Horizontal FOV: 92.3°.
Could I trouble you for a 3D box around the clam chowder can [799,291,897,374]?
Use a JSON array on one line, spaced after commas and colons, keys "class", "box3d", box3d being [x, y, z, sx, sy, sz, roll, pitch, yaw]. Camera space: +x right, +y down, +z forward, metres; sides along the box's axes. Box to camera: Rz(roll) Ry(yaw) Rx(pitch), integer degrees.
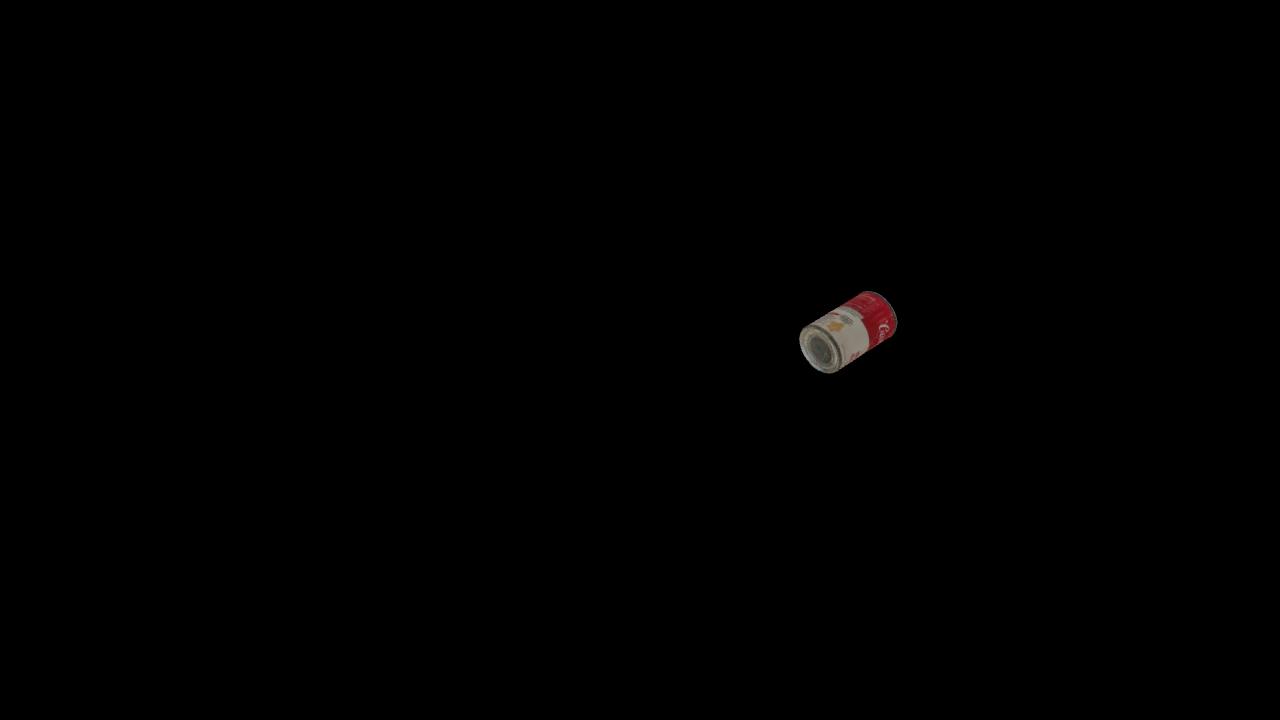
[{"class": "clam chowder can", "box3d": [0.257, -0.034, 0.764, 0.102, 0.068, 0.068, -28, 11, -20]}]
